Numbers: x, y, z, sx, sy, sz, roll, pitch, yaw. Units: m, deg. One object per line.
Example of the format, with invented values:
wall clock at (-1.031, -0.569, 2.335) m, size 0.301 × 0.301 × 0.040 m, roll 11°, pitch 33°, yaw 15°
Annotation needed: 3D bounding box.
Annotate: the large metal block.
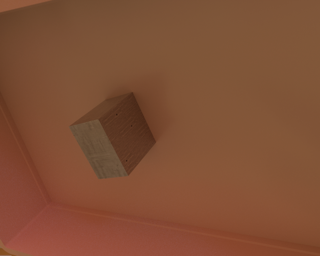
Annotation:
large metal block at (-0.058, 0.009, 0.408) m, size 0.050 × 0.080 × 0.080 m, roll -12°, pitch 113°, yaw 33°
